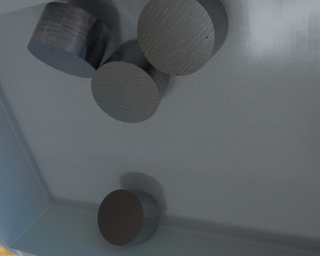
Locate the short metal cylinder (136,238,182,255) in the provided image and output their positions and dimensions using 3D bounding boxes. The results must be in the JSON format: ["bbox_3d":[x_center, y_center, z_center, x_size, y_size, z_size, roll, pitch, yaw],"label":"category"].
[{"bbox_3d":[-0.005,0.243,0.549,0.080,0.050,0.079,13,124,21],"label":"short metal cylinder"}]

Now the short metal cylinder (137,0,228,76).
[{"bbox_3d":[0.024,-0.100,0.318,0.080,0.050,0.079,13,124,21],"label":"short metal cylinder"}]

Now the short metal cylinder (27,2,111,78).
[{"bbox_3d":[-0.103,-0.099,0.359,0.080,0.050,0.080,16,168,4],"label":"short metal cylinder"}]

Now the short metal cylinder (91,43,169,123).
[{"bbox_3d":[-0.034,-0.053,0.368,0.080,0.050,0.079,8,128,11],"label":"short metal cylinder"}]

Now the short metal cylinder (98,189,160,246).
[{"bbox_3d":[-0.048,0.136,0.476,0.080,0.050,0.080,-7,73,25],"label":"short metal cylinder"}]
